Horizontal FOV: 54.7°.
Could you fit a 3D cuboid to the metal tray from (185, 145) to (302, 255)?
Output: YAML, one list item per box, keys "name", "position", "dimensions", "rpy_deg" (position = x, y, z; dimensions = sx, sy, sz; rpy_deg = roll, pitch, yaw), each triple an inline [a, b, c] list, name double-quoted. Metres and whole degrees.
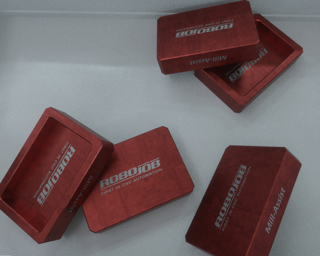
- name: "metal tray"
  position: [0.091, 0.082, 0.345]
  dimensions: [0.030, 0.090, 0.130]
  rpy_deg: [38, 70, -25]

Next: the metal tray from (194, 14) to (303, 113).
- name: "metal tray"
  position: [0.125, -0.095, 0.443]
  dimensions: [0.130, 0.030, 0.090]
  rpy_deg: [-41, 75, -14]

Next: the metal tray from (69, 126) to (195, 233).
- name: "metal tray"
  position: [-0.035, 0.062, 0.384]
  dimensions: [0.131, 0.030, 0.090]
  rpy_deg: [-21, 72, -8]

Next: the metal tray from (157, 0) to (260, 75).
- name: "metal tray"
  position: [0.063, -0.125, 0.427]
  dimensions: [0.131, 0.030, 0.090]
  rpy_deg: [-7, 55, 11]

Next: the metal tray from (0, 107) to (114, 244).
- name: "metal tray"
  position: [-0.124, 0.052, 0.359]
  dimensions: [0.090, 0.030, 0.130]
  rpy_deg: [30, 89, 21]
